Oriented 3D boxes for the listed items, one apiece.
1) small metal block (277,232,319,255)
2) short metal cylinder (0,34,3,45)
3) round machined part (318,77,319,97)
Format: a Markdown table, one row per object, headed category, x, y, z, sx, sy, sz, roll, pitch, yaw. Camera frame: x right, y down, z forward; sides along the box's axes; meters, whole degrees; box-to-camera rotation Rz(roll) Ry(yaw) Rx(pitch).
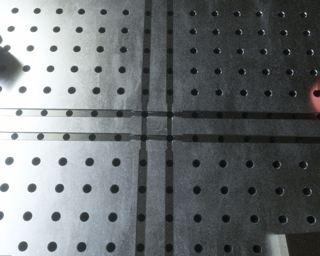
| category | x | y | z | sx | sy | sz | roll | pitch | yaw |
| --- | --- | --- | --- | --- | --- | --- | --- | --- | --- |
| small metal block | 0.170 | 0.148 | 0.359 | 0.050 | 0.025 | 0.050 | -4 | 70 | -2 |
| short metal cylinder | -0.270 | -0.125 | 0.426 | 0.080 | 0.080 | 0.050 | 23 | 72 | 8 |
| round machined part | 0.277 | -0.059 | 0.426 | 0.099 | 0.042 | 0.098 | 0 | 70 | 0 |
